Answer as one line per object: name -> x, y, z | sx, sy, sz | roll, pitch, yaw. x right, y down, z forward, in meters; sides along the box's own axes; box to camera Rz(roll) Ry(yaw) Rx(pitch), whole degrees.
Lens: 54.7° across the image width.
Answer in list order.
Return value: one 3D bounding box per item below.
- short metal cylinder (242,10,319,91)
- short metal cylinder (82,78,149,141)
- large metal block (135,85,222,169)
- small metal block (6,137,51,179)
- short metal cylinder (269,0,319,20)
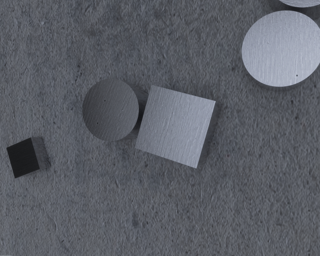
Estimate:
short metal cylinder -> 0.136, -0.083, 0.348 | 0.080, 0.050, 0.079 | 0, 90, 20
short metal cylinder -> -0.055, -0.023, 0.415 | 0.080, 0.050, 0.079 | 0, 90, 20
large metal block -> 0.024, -0.003, 0.387 | 0.080, 0.050, 0.080 | 17, 96, 19
small metal block -> -0.204, 0.046, 0.481 | 0.050, 0.025, 0.050 | -21, 83, 18
short metal cylinder -> 0.160, -0.163, 0.339 | 0.080, 0.050, 0.079 | 0, 90, 20
